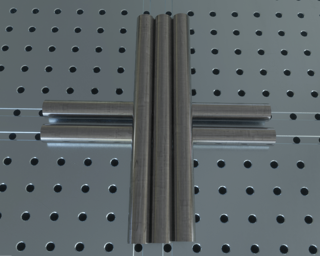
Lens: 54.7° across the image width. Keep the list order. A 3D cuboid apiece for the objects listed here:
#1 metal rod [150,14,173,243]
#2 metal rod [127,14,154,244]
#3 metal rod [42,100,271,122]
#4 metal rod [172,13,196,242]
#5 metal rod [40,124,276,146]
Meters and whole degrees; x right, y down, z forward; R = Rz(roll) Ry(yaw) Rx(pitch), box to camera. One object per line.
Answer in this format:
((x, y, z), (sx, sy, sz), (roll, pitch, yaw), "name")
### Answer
((0.003, -0.014, 0.391), (0.025, 0.025, 0.299), (1, 70, 0), "metal rod")
((-0.022, -0.014, 0.390), (0.025, 0.025, 0.299), (1, 70, 0), "metal rod")
((-0.004, -0.023, 0.420), (0.302, 0.025, 0.025), (1, 70, 0), "metal rod")
((0.028, -0.016, 0.392), (0.025, 0.025, 0.299), (1, 70, 0), "metal rod")
((-0.002, 0.009, 0.408), (0.302, 0.025, 0.025), (1, 70, 0), "metal rod")
